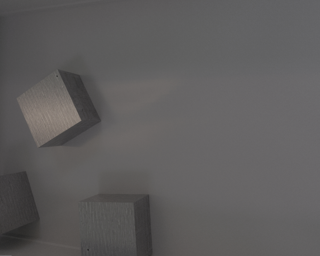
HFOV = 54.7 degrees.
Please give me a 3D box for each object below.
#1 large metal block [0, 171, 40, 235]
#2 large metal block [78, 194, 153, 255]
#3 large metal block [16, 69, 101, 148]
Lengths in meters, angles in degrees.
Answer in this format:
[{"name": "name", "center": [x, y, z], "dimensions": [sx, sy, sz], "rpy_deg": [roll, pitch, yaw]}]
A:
[{"name": "large metal block", "center": [-0.239, 0.116, 0.466], "dimensions": [0.050, 0.080, 0.080], "rpy_deg": [-22, 83, 19]}, {"name": "large metal block", "center": [-0.059, 0.134, 0.418], "dimensions": [0.080, 0.050, 0.080], "rpy_deg": [-4, 89, 20]}, {"name": "large metal block", "center": [-0.146, -0.026, 0.449], "dimensions": [0.080, 0.050, 0.080], "rpy_deg": [-30, 81, 17]}]
